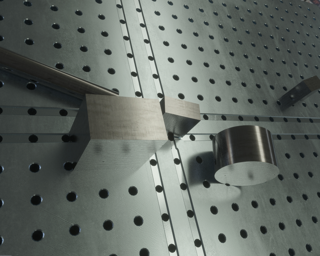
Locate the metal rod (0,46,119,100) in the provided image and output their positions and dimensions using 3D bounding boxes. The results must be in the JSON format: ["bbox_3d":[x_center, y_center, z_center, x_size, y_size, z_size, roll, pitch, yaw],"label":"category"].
[{"bbox_3d":[-0.193,-0.084,0.355,0.302,0.025,0.025,21,54,-16],"label":"metal rod"}]

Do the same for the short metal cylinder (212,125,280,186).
[{"bbox_3d":[0.111,0.038,0.409,0.081,0.080,0.050,14,56,-21],"label":"short metal cylinder"}]

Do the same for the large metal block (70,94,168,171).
[{"bbox_3d":[-0.049,0.008,0.341,0.081,0.080,0.050,2,61,-28],"label":"large metal block"}]

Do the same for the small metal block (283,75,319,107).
[{"bbox_3d":[0.268,-0.069,0.578,0.050,0.050,0.025,-20,73,-36],"label":"small metal block"}]

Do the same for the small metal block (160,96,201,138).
[{"bbox_3d":[0.019,-0.014,0.410,0.050,0.050,0.025,12,57,-22],"label":"small metal block"}]
